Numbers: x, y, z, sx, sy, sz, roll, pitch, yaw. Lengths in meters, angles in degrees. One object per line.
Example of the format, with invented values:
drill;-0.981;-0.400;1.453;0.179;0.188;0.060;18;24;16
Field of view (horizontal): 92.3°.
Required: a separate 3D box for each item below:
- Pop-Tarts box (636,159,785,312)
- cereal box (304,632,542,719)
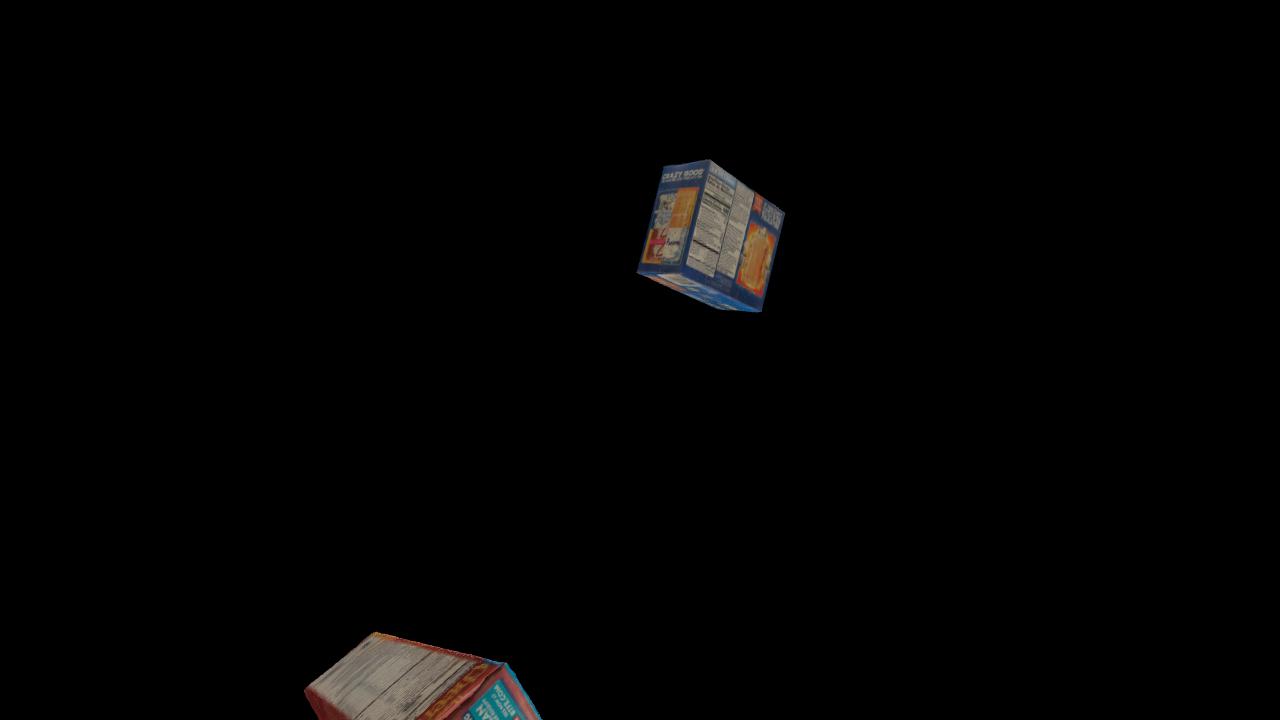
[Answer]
Pop-Tarts box;0.094;-0.151;0.783;0.083;0.141;0.167;12;-4;46
cereal box;-0.126;0.304;0.434;0.081;0.203;0.306;-35;5;-40
